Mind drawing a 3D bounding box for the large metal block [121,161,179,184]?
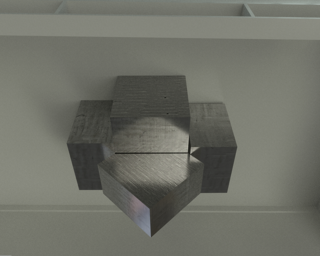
[{"bbox_3d":[-0.009,0.059,0.421,0.081,0.080,0.050,0,130,0],"label":"large metal block"}]

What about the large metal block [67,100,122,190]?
[{"bbox_3d":[-0.075,0.021,0.389,0.050,0.080,0.079,0,130,0],"label":"large metal block"}]

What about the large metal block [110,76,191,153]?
[{"bbox_3d":[-0.010,-0.018,0.356,0.081,0.080,0.050,0,130,0],"label":"large metal block"}]

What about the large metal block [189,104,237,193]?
[{"bbox_3d":[0.058,0.025,0.390,0.050,0.080,0.079,0,130,-1],"label":"large metal block"}]

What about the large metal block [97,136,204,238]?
[{"bbox_3d":[-0.009,0.057,0.346,0.081,0.080,0.050,-33,140,-33],"label":"large metal block"}]
